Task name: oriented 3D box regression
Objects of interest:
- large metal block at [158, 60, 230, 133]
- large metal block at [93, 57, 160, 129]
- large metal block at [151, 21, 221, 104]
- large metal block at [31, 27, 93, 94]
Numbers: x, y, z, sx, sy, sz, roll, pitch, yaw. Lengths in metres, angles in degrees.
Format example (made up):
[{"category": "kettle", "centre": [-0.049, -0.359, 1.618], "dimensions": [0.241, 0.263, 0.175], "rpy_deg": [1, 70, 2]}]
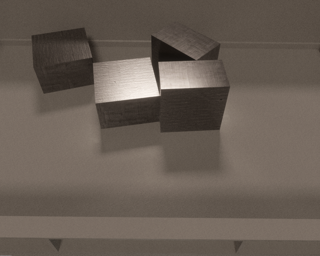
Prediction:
[{"category": "large metal block", "centre": [0.040, -0.040, 0.404], "dimensions": [0.081, 0.080, 0.050], "rpy_deg": [-3, 50, -3]}, {"category": "large metal block", "centre": [-0.047, -0.050, 0.430], "dimensions": [0.081, 0.050, 0.080], "rpy_deg": [-8, 51, -7]}, {"category": "large metal block", "centre": [0.034, -0.095, 0.450], "dimensions": [0.080, 0.080, 0.050], "rpy_deg": [36, 59, 26]}, {"category": "large metal block", "centre": [-0.146, -0.105, 0.475], "dimensions": [0.081, 0.050, 0.080], "rpy_deg": [-13, 51, -11]}]
